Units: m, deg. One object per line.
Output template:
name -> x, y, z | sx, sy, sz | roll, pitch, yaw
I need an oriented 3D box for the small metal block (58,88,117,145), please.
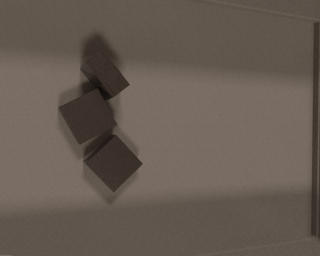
small metal block -> -0.088, -0.014, 0.378 | 0.050, 0.025, 0.050 | -30, 100, -18

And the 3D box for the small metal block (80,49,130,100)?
small metal block -> -0.067, -0.062, 0.373 | 0.025, 0.050, 0.050 | -41, 103, -16

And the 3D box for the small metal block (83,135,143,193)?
small metal block -> -0.059, 0.044, 0.390 | 0.050, 0.025, 0.050 | -44, 104, -15
